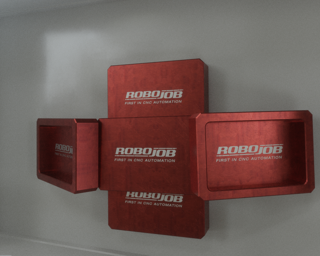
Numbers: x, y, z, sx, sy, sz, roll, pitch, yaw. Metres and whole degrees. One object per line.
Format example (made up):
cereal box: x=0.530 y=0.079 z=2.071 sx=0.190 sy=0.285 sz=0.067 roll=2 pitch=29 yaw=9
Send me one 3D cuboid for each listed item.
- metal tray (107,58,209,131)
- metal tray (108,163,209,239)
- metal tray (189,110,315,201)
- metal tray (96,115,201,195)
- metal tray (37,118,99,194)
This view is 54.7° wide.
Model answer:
metal tray: x=-0.004 y=-0.039 z=0.406 sx=0.130 sy=0.030 sz=0.089 roll=0 pitch=90 yaw=19
metal tray: x=-0.003 y=0.090 z=0.406 sx=0.130 sy=0.030 sz=0.089 roll=0 pitch=90 yaw=19
metal tray: x=0.100 y=0.027 z=0.338 sx=0.131 sy=0.030 sz=0.089 roll=-2 pitch=90 yaw=-10
metal tray: x=-0.013 y=0.031 z=0.379 sx=0.130 sy=0.030 sz=0.089 roll=-1 pitch=90 yaw=19
metal tray: x=-0.129 y=0.032 z=0.419 sx=0.130 sy=0.030 sz=0.089 roll=2 pitch=92 yaw=49
